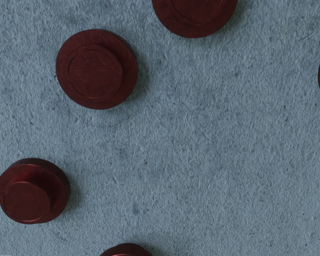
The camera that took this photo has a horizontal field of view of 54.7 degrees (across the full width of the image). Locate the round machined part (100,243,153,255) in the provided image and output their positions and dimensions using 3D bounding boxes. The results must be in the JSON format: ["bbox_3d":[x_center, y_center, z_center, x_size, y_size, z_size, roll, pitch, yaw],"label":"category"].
[{"bbox_3d":[-0.051,0.220,0.481,0.099,0.042,0.097,0,110,0],"label":"round machined part"}]

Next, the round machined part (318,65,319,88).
[{"bbox_3d":[0.241,-0.070,0.377,0.099,0.042,0.097,0,110,0],"label":"round machined part"}]

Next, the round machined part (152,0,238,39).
[{"bbox_3d":[0.039,-0.150,0.345,0.099,0.042,0.097,0,110,0],"label":"round machined part"}]

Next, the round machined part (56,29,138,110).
[{"bbox_3d":[-0.077,-0.068,0.375,0.099,0.042,0.097,0,110,0],"label":"round machined part"}]

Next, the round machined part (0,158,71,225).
[{"bbox_3d":[-0.180,0.095,0.434,0.099,0.042,0.097,0,110,0],"label":"round machined part"}]
